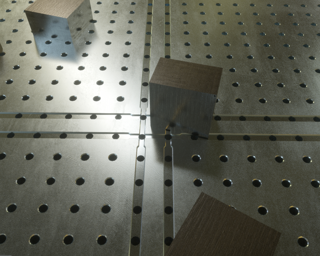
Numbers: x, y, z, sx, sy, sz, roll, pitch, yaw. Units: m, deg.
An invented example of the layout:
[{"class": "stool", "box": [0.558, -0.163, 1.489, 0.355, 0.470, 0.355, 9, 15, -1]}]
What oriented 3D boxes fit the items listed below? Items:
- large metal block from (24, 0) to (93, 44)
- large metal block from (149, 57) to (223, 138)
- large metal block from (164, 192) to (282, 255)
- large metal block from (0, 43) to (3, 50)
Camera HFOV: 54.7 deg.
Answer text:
[{"class": "large metal block", "box": [-0.179, -0.203, 0.560, 0.080, 0.050, 0.080, 14, 51, 11]}, {"class": "large metal block", "box": [0.032, -0.039, 0.405, 0.080, 0.080, 0.050, 12, 51, 9]}, {"class": "large metal block", "box": [0.055, 0.121, 0.290, 0.080, 0.050, 0.080, 25, 54, 19]}, {"class": "large metal block", "box": [-0.329, -0.149, 0.512, 0.080, 0.050, 0.080, 32, 57, 23]}]
